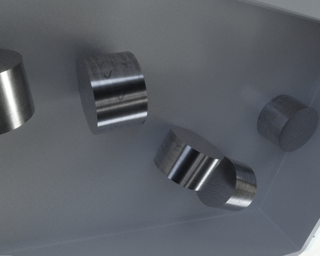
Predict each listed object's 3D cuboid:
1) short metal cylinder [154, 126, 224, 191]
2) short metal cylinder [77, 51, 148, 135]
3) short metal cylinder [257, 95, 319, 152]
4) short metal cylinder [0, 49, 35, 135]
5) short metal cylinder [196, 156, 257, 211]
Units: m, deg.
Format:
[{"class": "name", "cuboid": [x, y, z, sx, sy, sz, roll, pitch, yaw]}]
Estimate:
[{"class": "short metal cylinder", "cuboid": [0.038, 0.040, 0.421, 0.081, 0.080, 0.050, 18, 109, -36]}, {"class": "short metal cylinder", "cuboid": [-0.052, -0.037, 0.323, 0.050, 0.080, 0.079, -13, 124, -22]}, {"class": "short metal cylinder", "cuboid": [0.207, -0.008, 0.504, 0.081, 0.050, 0.079, -14, 125, -21]}, {"class": "short metal cylinder", "cuboid": [-0.156, -0.032, 0.268, 0.081, 0.080, 0.050, -14, 125, -21]}, {"class": "short metal cylinder", "cuboid": [0.102, 0.087, 0.485, 0.050, 0.080, 0.080, 20, 107, -36]}]
